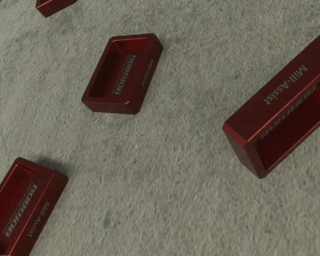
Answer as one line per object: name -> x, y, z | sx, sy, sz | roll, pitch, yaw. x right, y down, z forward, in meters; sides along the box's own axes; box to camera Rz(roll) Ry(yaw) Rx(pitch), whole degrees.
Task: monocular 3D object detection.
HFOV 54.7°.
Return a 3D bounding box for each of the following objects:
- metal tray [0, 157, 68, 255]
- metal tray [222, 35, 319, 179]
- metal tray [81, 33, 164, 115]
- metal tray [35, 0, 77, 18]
metal tray -> -0.197, 0.112, 0.432 | 0.090, 0.030, 0.130 | 12, 67, 32
metal tray -> 0.128, -0.017, 0.304 | 0.130, 0.090, 0.030 | -43, 51, -1
metal tray -> -0.057, -0.086, 0.481 | 0.090, 0.030, 0.130 | 5, 64, 30
metal tray -> -0.237, -0.324, 0.720 | 0.090, 0.030, 0.130 | -20, 54, 16
